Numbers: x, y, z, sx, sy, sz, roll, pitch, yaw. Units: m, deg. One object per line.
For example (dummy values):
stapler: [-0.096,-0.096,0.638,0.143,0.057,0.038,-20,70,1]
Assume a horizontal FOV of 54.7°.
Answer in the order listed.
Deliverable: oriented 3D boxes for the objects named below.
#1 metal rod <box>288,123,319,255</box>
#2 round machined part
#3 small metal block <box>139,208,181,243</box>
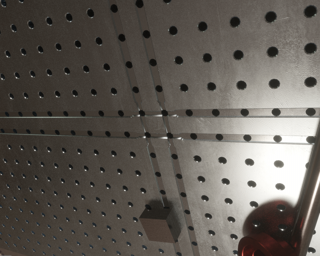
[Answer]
metal rod: [0.182,0.125,0.392,0.025,0.025,0.298,11,123,21]
round machined part: [0.152,0.186,0.414,0.098,0.042,0.097,165,90,-69]
small metal block: [0.000,0.159,0.508,0.050,0.025,0.050,-6,116,30]
